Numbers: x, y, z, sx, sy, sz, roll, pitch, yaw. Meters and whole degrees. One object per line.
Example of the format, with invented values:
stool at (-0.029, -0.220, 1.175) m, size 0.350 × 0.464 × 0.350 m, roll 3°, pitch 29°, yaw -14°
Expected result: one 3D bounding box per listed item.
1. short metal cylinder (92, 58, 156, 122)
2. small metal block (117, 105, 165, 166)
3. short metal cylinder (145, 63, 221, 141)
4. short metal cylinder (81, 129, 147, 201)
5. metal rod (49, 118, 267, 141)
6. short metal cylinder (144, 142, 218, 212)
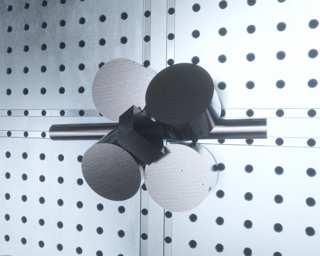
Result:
short metal cylinder at (-0.042, -0.048, 0.410) m, size 0.080 × 0.050 × 0.079 m, roll 0°, pitch 90°, yaw 20°
small metal block at (-0.022, 0.008, 0.365) m, size 0.025 × 0.050 × 0.050 m, roll -38°, pitch 120°, yaw 22°
short metal cylinder at (0.029, -0.030, 0.371) m, size 0.080 × 0.050 × 0.080 m, roll -8°, pitch 64°, yaw 17°
short metal cylinder at (-0.053, 0.046, 0.401) m, size 0.080 × 0.050 × 0.079 m, roll 6°, pitch 112°, yaw 16°
metal rod at (-0.016, 0.004, 0.414) m, size 0.301 × 0.025 × 0.025 m, roll -1°, pitch 90°, yaw 19°
short metal cylinder at (0.027, 0.058, 0.385) m, size 0.080 × 0.050 × 0.079 m, roll 0°, pitch 90°, yaw 20°
